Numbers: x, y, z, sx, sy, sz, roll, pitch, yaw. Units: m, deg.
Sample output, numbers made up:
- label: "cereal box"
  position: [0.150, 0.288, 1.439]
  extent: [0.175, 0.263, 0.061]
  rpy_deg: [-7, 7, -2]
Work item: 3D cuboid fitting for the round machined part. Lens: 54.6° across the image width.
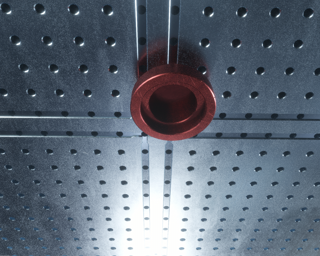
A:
- label: "round machined part"
  position: [0.015, -0.034, 0.371]
  extent: [0.099, 0.042, 0.097]
  rpy_deg: [0, 130, 0]
